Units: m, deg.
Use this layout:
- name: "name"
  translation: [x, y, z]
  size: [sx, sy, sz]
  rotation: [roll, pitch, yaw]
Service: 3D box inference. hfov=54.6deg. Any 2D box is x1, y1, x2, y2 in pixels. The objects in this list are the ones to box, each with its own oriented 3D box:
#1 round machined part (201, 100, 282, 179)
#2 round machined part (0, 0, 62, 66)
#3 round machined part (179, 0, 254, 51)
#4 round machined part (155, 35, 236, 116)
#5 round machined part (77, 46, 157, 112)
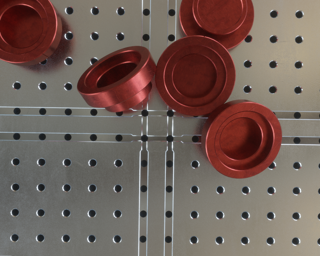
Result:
- name: "round machined part"
  translation: [0.100, 0.012, 0.397]
  size: [0.099, 0.042, 0.097]
  rotation: [-2, 104, -9]
- name: "round machined part"
  translation: [-0.176, -0.129, 0.404]
  size: [0.099, 0.042, 0.097]
  rotation: [0, 90, 0]
- name: "round machined part"
  translation: [0.075, -0.150, 0.405]
  size: [0.099, 0.042, 0.097]
  rotation: [0, 90, 0]
- name: "round machined part"
  translation: [0.044, -0.067, 0.399]
  size: [0.098, 0.042, 0.097]
  rotation: [0, 101, 3]
- name: "round machined part"
  translation: [-0.049, -0.057, 0.386]
  size: [0.098, 0.098, 0.042]
  rotation: [-28, 126, 0]
